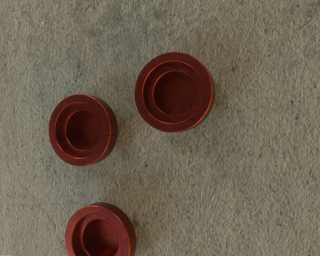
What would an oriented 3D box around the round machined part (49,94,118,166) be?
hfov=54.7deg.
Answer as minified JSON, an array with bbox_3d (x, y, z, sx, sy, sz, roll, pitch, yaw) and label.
[{"bbox_3d":[-0.103,0.003,0.436,0.098,0.042,0.097,0,90,20],"label":"round machined part"}]

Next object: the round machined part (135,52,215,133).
[{"bbox_3d":[0.021,-0.043,0.392,0.098,0.042,0.097,0,90,20],"label":"round machined part"}]

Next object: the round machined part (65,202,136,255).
[{"bbox_3d":[-0.077,0.151,0.427,0.098,0.042,0.097,0,90,20],"label":"round machined part"}]
